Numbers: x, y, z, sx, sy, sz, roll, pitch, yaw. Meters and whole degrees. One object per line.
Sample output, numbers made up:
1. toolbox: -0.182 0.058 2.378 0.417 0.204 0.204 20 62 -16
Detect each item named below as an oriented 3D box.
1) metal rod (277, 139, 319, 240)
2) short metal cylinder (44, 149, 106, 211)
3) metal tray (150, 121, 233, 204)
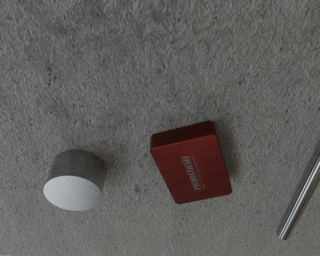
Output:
1. metal rod: 0.232 0.084 0.481 0.025 0.025 0.298 0 130 -1
2. short metal cylinder: -0.123 0.077 0.456 0.081 0.050 0.079 0 130 0
3. metal tray: 0.048 0.055 0.452 0.090 0.030 0.130 -14 129 11
